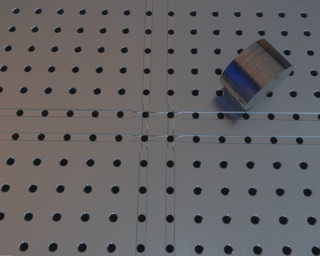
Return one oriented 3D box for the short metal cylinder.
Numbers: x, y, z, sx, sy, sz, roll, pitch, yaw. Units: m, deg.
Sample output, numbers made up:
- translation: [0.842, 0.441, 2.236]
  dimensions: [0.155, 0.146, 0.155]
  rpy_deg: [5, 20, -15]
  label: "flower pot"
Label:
- translation: [0.126, -0.069, 0.409]
  dimensions: [0.080, 0.080, 0.050]
  rpy_deg: [-35, 74, -12]
  label: "short metal cylinder"
